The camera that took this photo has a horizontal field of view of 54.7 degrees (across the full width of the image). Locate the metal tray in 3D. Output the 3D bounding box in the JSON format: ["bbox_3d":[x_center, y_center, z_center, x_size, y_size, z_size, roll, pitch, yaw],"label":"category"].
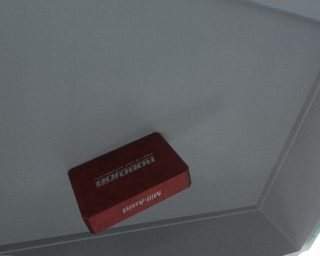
[{"bbox_3d":[-0.039,0.062,0.384,0.131,0.090,0.030,-24,127,-14],"label":"metal tray"}]
